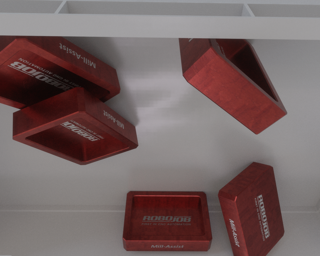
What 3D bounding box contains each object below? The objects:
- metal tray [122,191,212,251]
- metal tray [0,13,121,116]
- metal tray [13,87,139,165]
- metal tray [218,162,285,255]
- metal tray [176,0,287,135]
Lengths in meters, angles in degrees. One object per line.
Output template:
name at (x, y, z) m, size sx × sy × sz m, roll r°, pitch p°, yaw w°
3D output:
metal tray at (0.011, 0.145, 0.489) m, size 0.131 × 0.090 × 0.030 m, roll 1°, pitch 130°, yaw -1°
metal tray at (-0.116, -0.051, 0.321) m, size 0.090 × 0.030 × 0.131 m, roll -28°, pitch 153°, yaw 24°
metal tray at (-0.094, 0.005, 0.372) m, size 0.090 × 0.030 × 0.130 m, roll -19°, pitch 155°, yaw 15°
metal tray at (0.137, 0.127, 0.454) m, size 0.030 × 0.091 × 0.129 m, roll 10°, pitch 124°, yaw 51°
metal tray at (0.060, -0.064, 0.286) m, size 0.090 × 0.130 × 0.030 m, roll 33°, pitch 123°, yaw -25°
